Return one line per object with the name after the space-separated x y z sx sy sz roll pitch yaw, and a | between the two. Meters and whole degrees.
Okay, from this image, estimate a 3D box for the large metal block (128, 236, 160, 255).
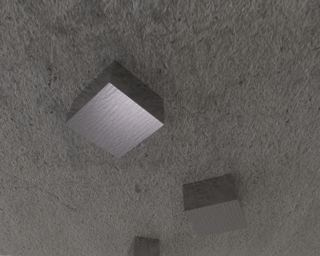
-0.034 0.270 0.601 0.050 0.080 0.079 11 129 -9 | large metal block

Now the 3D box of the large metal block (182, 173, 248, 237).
0.088 0.126 0.499 0.080 0.050 0.080 -16 128 13 | large metal block

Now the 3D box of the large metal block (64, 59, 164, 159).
-0.052 -0.020 0.373 0.080 0.050 0.080 -37 121 27 | large metal block
